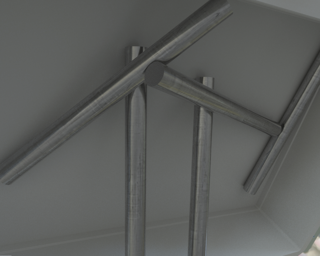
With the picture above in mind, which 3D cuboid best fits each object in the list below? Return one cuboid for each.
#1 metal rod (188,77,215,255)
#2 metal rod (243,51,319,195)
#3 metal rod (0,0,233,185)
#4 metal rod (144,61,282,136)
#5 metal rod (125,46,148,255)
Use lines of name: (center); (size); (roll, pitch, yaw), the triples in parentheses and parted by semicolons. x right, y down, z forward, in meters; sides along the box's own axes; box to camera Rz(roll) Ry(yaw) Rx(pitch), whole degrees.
metal rod: (0.053, 0.083, 0.412); (0.025, 0.025, 0.298); (1, 93, -29)
metal rod: (0.219, -0.014, 0.523); (0.025, 0.025, 0.298); (9, 114, -33)
metal rod: (-0.055, -0.034, 0.326); (0.300, 0.025, 0.025); (-36, 130, 8)
metal rod: (0.093, -0.025, 0.407); (0.302, 0.025, 0.025); (15, 111, -48)
metal rod: (-0.029, 0.058, 0.363); (0.025, 0.025, 0.298); (-3, 99, -27)
